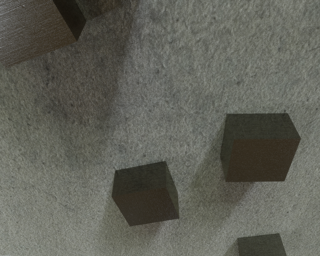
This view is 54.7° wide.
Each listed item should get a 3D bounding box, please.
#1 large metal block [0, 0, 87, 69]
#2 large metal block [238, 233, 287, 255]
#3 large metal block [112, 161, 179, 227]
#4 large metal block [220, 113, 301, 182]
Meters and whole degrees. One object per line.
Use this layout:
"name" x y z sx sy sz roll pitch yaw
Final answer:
"large metal block" -0.129 -0.114 0.292 0.080 0.050 0.080 -16 129 13
"large metal block" 0.201 0.256 0.613 0.080 0.050 0.080 -9 130 7
"large metal block" -0.020 0.103 0.478 0.080 0.050 0.080 -12 129 9
"large metal block" 0.129 0.027 0.416 0.081 0.050 0.079 -1 130 0
